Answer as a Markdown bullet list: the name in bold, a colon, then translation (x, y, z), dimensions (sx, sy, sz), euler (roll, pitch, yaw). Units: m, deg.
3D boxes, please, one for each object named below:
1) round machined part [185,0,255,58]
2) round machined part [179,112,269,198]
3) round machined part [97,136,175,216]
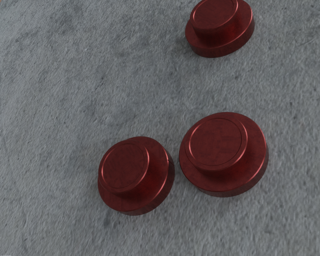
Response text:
- **round machined part**: translation (0.082, -0.152, 0.443), dimensions (0.098, 0.042, 0.098), euler (-13, 56, 20)
- **round machined part**: translation (0.066, 0.023, 0.343), dimensions (0.098, 0.042, 0.098), euler (-13, 56, 20)
- **round machined part**: translation (-0.035, 0.053, 0.378), dimensions (0.098, 0.042, 0.098), euler (-13, 56, 20)
